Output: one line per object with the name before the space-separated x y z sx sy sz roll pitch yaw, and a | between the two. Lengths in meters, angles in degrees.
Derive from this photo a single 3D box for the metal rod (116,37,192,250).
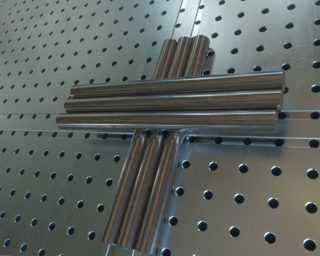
metal rod | 0.001 0.002 0.407 0.025 0.025 0.300 2 62 29

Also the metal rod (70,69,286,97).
metal rod | 0.003 -0.053 0.408 0.300 0.025 0.025 1 62 28

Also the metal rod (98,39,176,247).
metal rod | -0.021 0.002 0.419 0.025 0.025 0.300 2 62 29

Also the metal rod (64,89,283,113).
metal rod | -0.004 -0.031 0.398 0.300 0.025 0.025 1 62 28

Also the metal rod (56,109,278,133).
metal rod | -0.013 -0.009 0.389 0.300 0.025 0.025 1 62 28

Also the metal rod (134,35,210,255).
metal rod | 0.023 0.003 0.395 0.025 0.025 0.300 2 62 29
